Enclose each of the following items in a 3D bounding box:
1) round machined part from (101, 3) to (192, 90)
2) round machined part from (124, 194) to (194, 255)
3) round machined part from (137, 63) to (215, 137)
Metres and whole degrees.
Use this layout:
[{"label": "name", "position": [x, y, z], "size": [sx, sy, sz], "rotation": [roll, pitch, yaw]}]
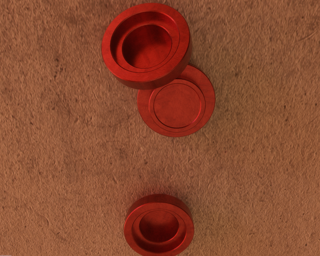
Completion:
[{"label": "round machined part", "position": [-0.012, -0.088, 0.351], "size": [0.098, 0.042, 0.098], "rotation": [-3, 72, 11]}, {"label": "round machined part", "position": [-0.001, 0.137, 0.451], "size": [0.099, 0.042, 0.097], "rotation": [0, 110, 0]}, {"label": "round machined part", "position": [0.021, -0.033, 0.389], "size": [0.099, 0.042, 0.097], "rotation": [0, 110, 0]}]
